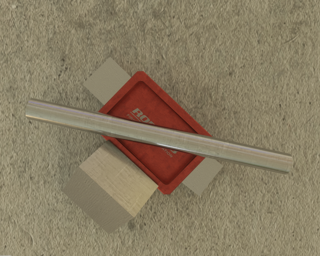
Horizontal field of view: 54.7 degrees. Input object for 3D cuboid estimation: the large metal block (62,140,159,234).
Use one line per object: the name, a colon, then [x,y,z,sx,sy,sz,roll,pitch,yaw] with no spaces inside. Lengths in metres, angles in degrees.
large metal block: [-0.062,0.073,0.374,0.080,0.080,0.050,43,48,0]

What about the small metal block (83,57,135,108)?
small metal block: [-0.064,-0.057,0.410,0.050,0.025,0.050,45,90,-1]

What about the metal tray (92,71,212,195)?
metal tray: [-0.008,0.006,0.383,0.130,0.030,0.090,44,90,-1]

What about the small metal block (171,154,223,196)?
small metal block: [0.046,0.053,0.411,0.050,0.025,0.050,39,90,-1]

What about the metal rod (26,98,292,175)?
metal rod: [0.000,0.010,0.356,0.302,0.025,0.025,12,90,-1]
